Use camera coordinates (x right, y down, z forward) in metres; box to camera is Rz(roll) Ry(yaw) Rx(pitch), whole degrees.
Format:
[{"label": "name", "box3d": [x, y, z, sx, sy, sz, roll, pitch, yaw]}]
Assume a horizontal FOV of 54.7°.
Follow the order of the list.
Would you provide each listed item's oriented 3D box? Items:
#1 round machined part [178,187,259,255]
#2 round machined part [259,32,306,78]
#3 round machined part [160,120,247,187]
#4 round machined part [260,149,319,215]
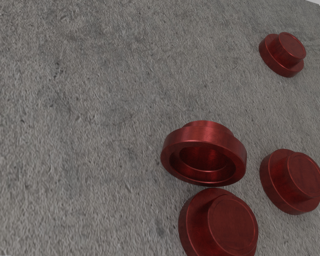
[{"label": "round machined part", "box3d": [0.074, 0.116, 0.362, 0.099, 0.042, 0.098, 14, 56, -21]}, {"label": "round machined part", "box3d": [0.252, -0.153, 0.621, 0.099, 0.042, 0.098, 14, 56, -21]}, {"label": "round machined part", "box3d": [0.053, 0.028, 0.369, 0.098, 0.097, 0.042, 25, 53, -13]}, {"label": "round machined part", "box3d": [0.200, 0.074, 0.455, 0.099, 0.042, 0.098, 14, 56, -21]}]
